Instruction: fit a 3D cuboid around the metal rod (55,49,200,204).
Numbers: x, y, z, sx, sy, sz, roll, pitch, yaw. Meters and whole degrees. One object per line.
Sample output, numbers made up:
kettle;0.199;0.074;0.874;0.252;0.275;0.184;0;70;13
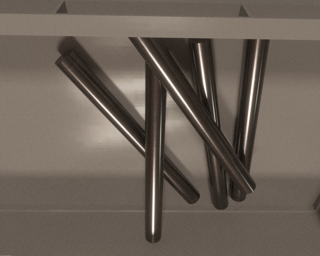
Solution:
metal rod;-0.026;0.018;0.423;0.025;0.025;0.300;-26;126;20

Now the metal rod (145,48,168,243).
metal rod;-0.007;0.043;0.412;0.025;0.025;0.298;1;120;-1

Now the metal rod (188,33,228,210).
metal rod;0.072;0.015;0.423;0.025;0.025;0.298;-9;130;7

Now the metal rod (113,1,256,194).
metal rod;0.047;-0.012;0.365;0.025;0.025;0.300;-26;126;20

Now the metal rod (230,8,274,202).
metal rod;0.114;-0.003;0.408;0.025;0.025;0.298;-4;130;3
